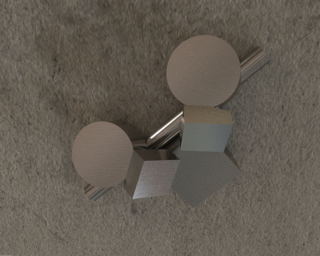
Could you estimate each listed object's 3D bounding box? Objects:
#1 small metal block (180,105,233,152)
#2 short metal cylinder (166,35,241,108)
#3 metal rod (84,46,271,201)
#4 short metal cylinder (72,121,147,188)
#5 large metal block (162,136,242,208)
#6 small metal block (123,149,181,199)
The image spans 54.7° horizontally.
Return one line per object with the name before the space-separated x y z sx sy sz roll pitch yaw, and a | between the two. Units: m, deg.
small metal block | 0.050 0.002 0.346 0.050 0.025 0.050 2 141 -1
short metal cylinder | 0.053 -0.062 0.360 0.080 0.050 0.079 0 92 15
metal rod | 0.014 0.002 0.411 0.300 0.025 0.025 -39 106 13
short metal cylinder | -0.062 0.031 0.393 0.080 0.050 0.079 0 92 15
large metal block | 0.047 0.045 0.413 0.080 0.050 0.080 -40 106 13
small metal block | -0.010 0.053 0.364 0.050 0.025 0.050 3 114 -36
